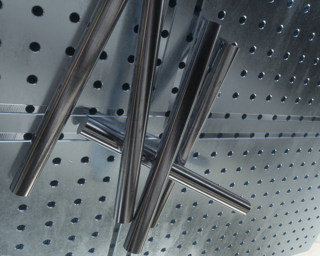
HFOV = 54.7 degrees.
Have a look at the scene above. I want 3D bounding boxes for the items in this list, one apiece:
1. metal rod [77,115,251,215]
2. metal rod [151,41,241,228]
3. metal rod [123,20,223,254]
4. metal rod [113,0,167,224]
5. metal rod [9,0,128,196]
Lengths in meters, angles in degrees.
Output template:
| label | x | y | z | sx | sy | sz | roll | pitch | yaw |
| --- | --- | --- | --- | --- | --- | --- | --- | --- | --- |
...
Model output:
| label | x | y | z | sx | sy | sz | roll | pitch | yaw |
| --- | --- | --- | --- | --- | --- | --- | --- | --- | --- |
| metal rod | 0.024 | 0.063 | 0.433 | 0.301 | 0.025 | 0.025 | 30 | 101 | -29 |
| metal rod | 0.037 | 0.023 | 0.447 | 0.025 | 0.025 | 0.298 | 9 | 114 | -33 |
| metal rod | 0.014 | 0.016 | 0.386 | 0.025 | 0.025 | 0.298 | 15 | 97 | -35 |
| metal rod | -0.023 | -0.027 | 0.351 | 0.025 | 0.025 | 0.298 | 0 | 109 | -29 |
| metal rod | -0.091 | -0.052 | 0.330 | 0.025 | 0.025 | 0.298 | 20 | 108 | -36 |
